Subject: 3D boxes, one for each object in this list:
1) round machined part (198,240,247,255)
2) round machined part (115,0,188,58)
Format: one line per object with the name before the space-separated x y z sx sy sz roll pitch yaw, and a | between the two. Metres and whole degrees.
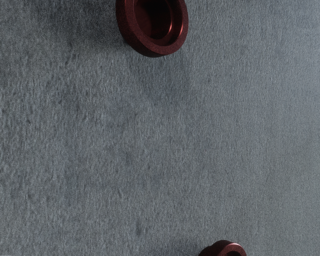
round machined part | 0.088 0.220 0.471 0.099 0.042 0.097 0 90 -40
round machined part | -0.014 -0.136 0.384 0.099 0.042 0.097 0 90 -40
